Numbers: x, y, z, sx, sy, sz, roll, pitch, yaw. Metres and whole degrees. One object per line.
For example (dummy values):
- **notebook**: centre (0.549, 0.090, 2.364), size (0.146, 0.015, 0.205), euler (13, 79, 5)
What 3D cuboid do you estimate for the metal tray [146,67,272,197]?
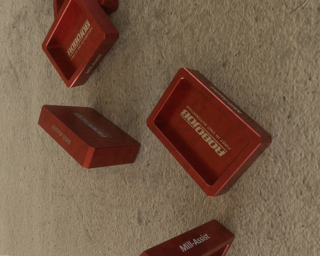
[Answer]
- **metal tray**: centre (0.050, 0.002, 0.360), size (0.130, 0.030, 0.089), euler (48, 119, 29)

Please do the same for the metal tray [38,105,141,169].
- **metal tray**: centre (-0.103, 0.008, 0.447), size (0.130, 0.091, 0.030), euler (34, 111, 35)

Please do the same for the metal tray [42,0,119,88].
- **metal tray**: centre (-0.128, -0.135, 0.481), size (0.129, 0.030, 0.090), euler (-40, 82, 40)

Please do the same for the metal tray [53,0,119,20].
- **metal tray**: centre (-0.125, -0.218, 0.504), size (0.130, 0.030, 0.089), euler (-8, 85, 39)

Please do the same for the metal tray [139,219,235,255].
- **metal tray**: centre (0.019, 0.153, 0.321), size (0.030, 0.131, 0.089), euler (34, 111, 35)
